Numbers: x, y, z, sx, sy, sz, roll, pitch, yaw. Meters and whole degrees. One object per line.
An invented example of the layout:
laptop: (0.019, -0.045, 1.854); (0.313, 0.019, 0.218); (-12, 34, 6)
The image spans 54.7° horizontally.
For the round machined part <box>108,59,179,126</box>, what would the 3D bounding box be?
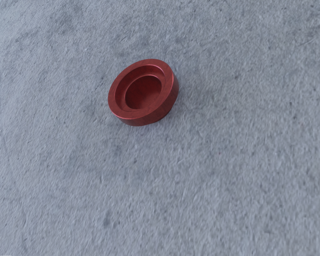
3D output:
round machined part: (-0.019, -0.044, 0.429); (0.098, 0.042, 0.098); (-13, 56, 20)
